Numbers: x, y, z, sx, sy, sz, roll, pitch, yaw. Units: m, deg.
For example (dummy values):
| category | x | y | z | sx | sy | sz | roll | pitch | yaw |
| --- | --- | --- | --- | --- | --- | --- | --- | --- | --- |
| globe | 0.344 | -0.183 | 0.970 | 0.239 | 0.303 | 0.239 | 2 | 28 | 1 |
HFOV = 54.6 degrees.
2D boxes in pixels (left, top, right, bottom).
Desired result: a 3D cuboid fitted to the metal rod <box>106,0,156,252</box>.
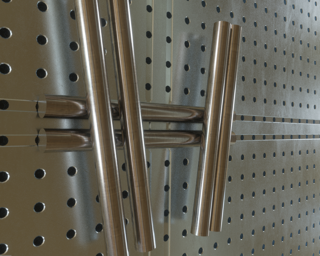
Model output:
| category | x | y | z | sx | sy | sz | roll | pitch | yaw |
| --- | --- | --- | --- | --- | --- | --- | --- | --- | --- |
| metal rod | -0.032 | -0.008 | 0.349 | 0.025 | 0.025 | 0.298 | -10 | 97 | -39 |

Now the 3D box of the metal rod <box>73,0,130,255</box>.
| category | x | y | z | sx | sy | sz | roll | pitch | yaw |
| --- | --- | --- | --- | --- | --- | --- | --- | --- | --- |
| metal rod | -0.061 | -0.006 | 0.325 | 0.025 | 0.025 | 0.298 | -11 | 97 | -39 |

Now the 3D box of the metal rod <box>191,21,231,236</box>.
| category | x | y | z | sx | sy | sz | roll | pitch | yaw |
| --- | --- | --- | --- | --- | --- | --- | --- | --- | --- |
| metal rod | 0.073 | -0.003 | 0.437 | 0.025 | 0.025 | 0.299 | 12 | 83 | -39 |

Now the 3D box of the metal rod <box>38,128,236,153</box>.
| category | x | y | z | sx | sy | sz | roll | pitch | yaw |
| --- | --- | --- | --- | --- | --- | --- | --- | --- | --- |
| metal rod | -0.002 | 0.015 | 0.407 | 0.302 | 0.025 | 0.025 | 1 | 90 | -40 |

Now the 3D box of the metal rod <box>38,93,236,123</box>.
| category | x | y | z | sx | sy | sz | roll | pitch | yaw |
| --- | --- | --- | --- | --- | --- | --- | --- | --- | --- |
| metal rod | -0.002 | -0.020 | 0.407 | 0.302 | 0.025 | 0.025 | 1 | 90 | -40 |

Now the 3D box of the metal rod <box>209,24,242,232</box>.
| category | x | y | z | sx | sy | sz | roll | pitch | yaw |
| --- | --- | --- | --- | --- | --- | --- | --- | --- | --- |
| metal rod | 0.093 | -0.004 | 0.454 | 0.025 | 0.025 | 0.299 | 12 | 83 | -39 |
